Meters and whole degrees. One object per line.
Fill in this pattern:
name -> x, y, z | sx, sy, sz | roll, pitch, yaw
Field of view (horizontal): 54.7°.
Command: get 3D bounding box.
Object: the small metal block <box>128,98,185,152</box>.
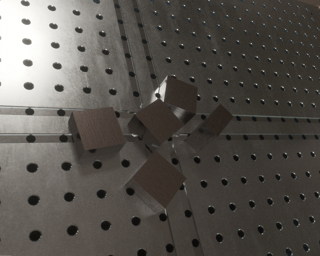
small metal block -> -0.005, -0.005, 0.410 | 0.050, 0.025, 0.050 | 48, 51, 5

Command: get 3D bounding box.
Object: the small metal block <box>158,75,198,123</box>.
small metal block -> 0.025, -0.042, 0.449 | 0.050, 0.025, 0.050 | 20, 54, -17

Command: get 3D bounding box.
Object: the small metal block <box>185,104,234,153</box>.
small metal block -> 0.068, 0.001, 0.430 | 0.025, 0.050, 0.050 | 44, 51, 2

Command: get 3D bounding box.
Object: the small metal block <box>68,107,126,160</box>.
small metal block -> -0.075, 0.005, 0.366 | 0.050, 0.025, 0.050 | -10, 67, -33

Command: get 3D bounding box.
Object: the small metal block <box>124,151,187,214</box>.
small metal block -> -0.005, 0.064, 0.368 | 0.050, 0.025, 0.050 | 42, 51, 0
